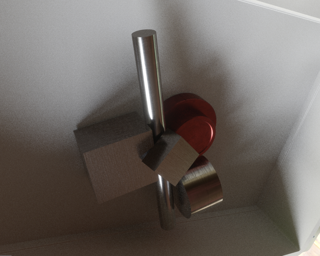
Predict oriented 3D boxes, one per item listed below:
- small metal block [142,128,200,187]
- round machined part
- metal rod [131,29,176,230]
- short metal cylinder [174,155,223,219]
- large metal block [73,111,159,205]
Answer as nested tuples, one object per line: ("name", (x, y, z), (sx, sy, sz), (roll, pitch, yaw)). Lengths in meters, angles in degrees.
("small metal block", (0.014, 0.036, 0.376), (0.050, 0.025, 0.050), (-52, 137, -6))
("round machined part", (0.036, 0.005, 0.419), (0.099, 0.042, 0.097), (-14, 125, -21))
("metal rod", (-0.002, 0.026, 0.396), (0.025, 0.025, 0.298), (-19, 126, -18))
("short metal cylinder", (0.047, 0.084, 0.451), (0.050, 0.080, 0.079), (-19, 126, -18))
("large metal block", (-0.052, 0.035, 0.382), (0.081, 0.050, 0.079), (-19, 126, -18))
